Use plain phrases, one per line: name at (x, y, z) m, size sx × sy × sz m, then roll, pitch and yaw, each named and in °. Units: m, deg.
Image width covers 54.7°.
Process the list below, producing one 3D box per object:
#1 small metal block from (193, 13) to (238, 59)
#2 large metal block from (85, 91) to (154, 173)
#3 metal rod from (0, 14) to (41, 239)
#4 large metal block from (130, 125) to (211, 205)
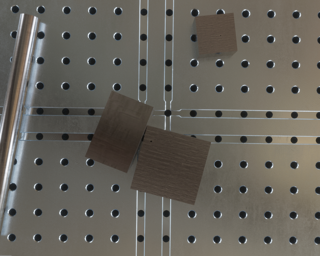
small metal block at (0.073, -0.123, 0.414) m, size 0.050 × 0.025 × 0.050 m, roll -6°, pitch 90°, yaw -1°
large metal block at (-0.046, 0.004, 0.385) m, size 0.050 × 0.080 × 0.080 m, roll 22°, pitch 90°, yaw -1°
metal rod at (-0.199, 0.000, 0.410) m, size 0.025 × 0.025 × 0.298 m, roll 10°, pitch 90°, yaw -1°
large metal block at (0.013, 0.045, 0.401) m, size 0.080 × 0.050 × 0.080 m, roll 15°, pitch 90°, yaw -1°
